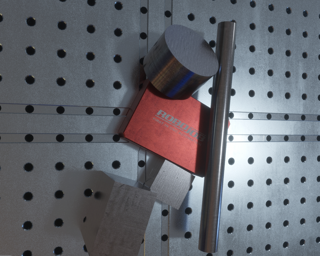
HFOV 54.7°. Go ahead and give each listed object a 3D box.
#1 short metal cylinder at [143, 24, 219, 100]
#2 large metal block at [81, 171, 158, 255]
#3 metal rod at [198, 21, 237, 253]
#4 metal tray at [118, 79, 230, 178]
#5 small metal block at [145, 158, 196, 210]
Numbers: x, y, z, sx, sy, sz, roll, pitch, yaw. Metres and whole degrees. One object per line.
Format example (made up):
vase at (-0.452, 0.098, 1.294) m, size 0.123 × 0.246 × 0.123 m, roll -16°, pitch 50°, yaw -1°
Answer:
short metal cylinder at (0.026, -0.082, 0.391) m, size 0.081 × 0.050 × 0.080 m, roll 20°, pitch 50°, yaw -26°
large metal block at (-0.051, 0.101, 0.365) m, size 0.050 × 0.080 × 0.080 m, roll 20°, pitch 83°, yaw -19°
metal rod at (0.076, 0.010, 0.409) m, size 0.025 × 0.025 × 0.298 m, roll 6°, pitch 88°, yaw -20°
metal tray at (0.022, 0.000, 0.419) m, size 0.131 × 0.030 × 0.090 m, roll 29°, pitch 80°, yaw -18°
small metal block at (0.012, 0.075, 0.418) m, size 0.050 × 0.025 × 0.050 m, roll 32°, pitch 80°, yaw -18°
